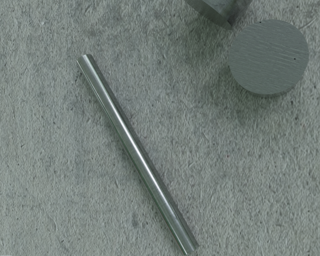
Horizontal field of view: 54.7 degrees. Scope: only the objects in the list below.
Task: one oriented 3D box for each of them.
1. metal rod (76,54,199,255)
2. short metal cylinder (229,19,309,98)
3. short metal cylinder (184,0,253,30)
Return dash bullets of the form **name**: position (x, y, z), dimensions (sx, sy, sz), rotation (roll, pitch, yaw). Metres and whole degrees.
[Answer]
- **metal rod**: position (-0.035, 0.028, 0.421), dimensions (0.025, 0.025, 0.299), rotation (-33, 79, 17)
- **short metal cylinder**: position (0.123, -0.076, 0.352), dimensions (0.080, 0.050, 0.080), rotation (0, 90, 20)
- **short metal cylinder**: position (0.066, -0.158, 0.357), dimensions (0.080, 0.080, 0.050), rotation (39, 102, 16)
